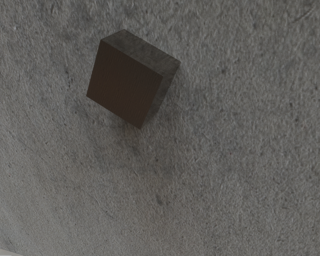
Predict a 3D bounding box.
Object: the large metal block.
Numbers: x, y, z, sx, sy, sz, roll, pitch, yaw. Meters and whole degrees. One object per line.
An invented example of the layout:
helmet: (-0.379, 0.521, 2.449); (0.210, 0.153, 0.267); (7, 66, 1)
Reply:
large metal block: (-0.033, -0.058, 0.373); (0.080, 0.050, 0.080); (32, 129, 7)
